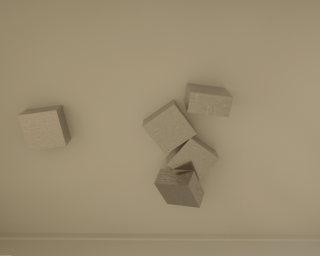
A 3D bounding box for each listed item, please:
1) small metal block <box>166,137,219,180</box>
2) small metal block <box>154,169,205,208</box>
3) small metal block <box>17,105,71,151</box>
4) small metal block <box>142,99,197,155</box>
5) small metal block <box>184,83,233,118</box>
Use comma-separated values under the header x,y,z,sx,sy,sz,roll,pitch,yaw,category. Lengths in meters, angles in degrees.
x,y,z,sx,sy,sz,roll,pitch,yaw,category
0.044,0.041,0.427,0.050,0.025,0.050,36,106,-13,small metal block
0.027,0.082,0.423,0.050,0.025,0.050,-1,135,30,small metal block
-0.151,0.000,0.409,0.050,0.025,0.050,-8,110,2,small metal block
0.013,-0.001,0.411,0.050,0.025,0.050,-35,107,11,small metal block
0.058,-0.036,0.386,0.050,0.050,0.025,7,110,-3,small metal block
